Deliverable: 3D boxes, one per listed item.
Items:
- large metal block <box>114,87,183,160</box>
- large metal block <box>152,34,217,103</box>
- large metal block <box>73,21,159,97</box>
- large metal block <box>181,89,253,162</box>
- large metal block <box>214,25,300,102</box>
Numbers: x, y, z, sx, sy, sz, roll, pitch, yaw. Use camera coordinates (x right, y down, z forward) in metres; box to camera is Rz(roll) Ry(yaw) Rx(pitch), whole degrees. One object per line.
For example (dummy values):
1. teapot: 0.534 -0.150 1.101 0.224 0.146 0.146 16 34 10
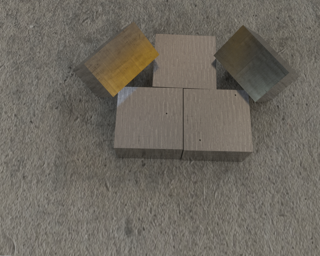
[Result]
1. large metal block: -0.013 -0.005 0.397 0.081 0.050 0.080 1 70 0
2. large metal block: 0.033 -0.079 0.426 0.081 0.050 0.080 3 70 0
3. large metal block: -0.060 -0.085 0.403 0.080 0.080 0.050 -45 111 -15
4. large metal block: 0.069 -0.002 0.396 0.081 0.050 0.080 1 70 0
5. large metal block: 0.128 -0.081 0.405 0.050 0.080 0.080 -45 72 27
